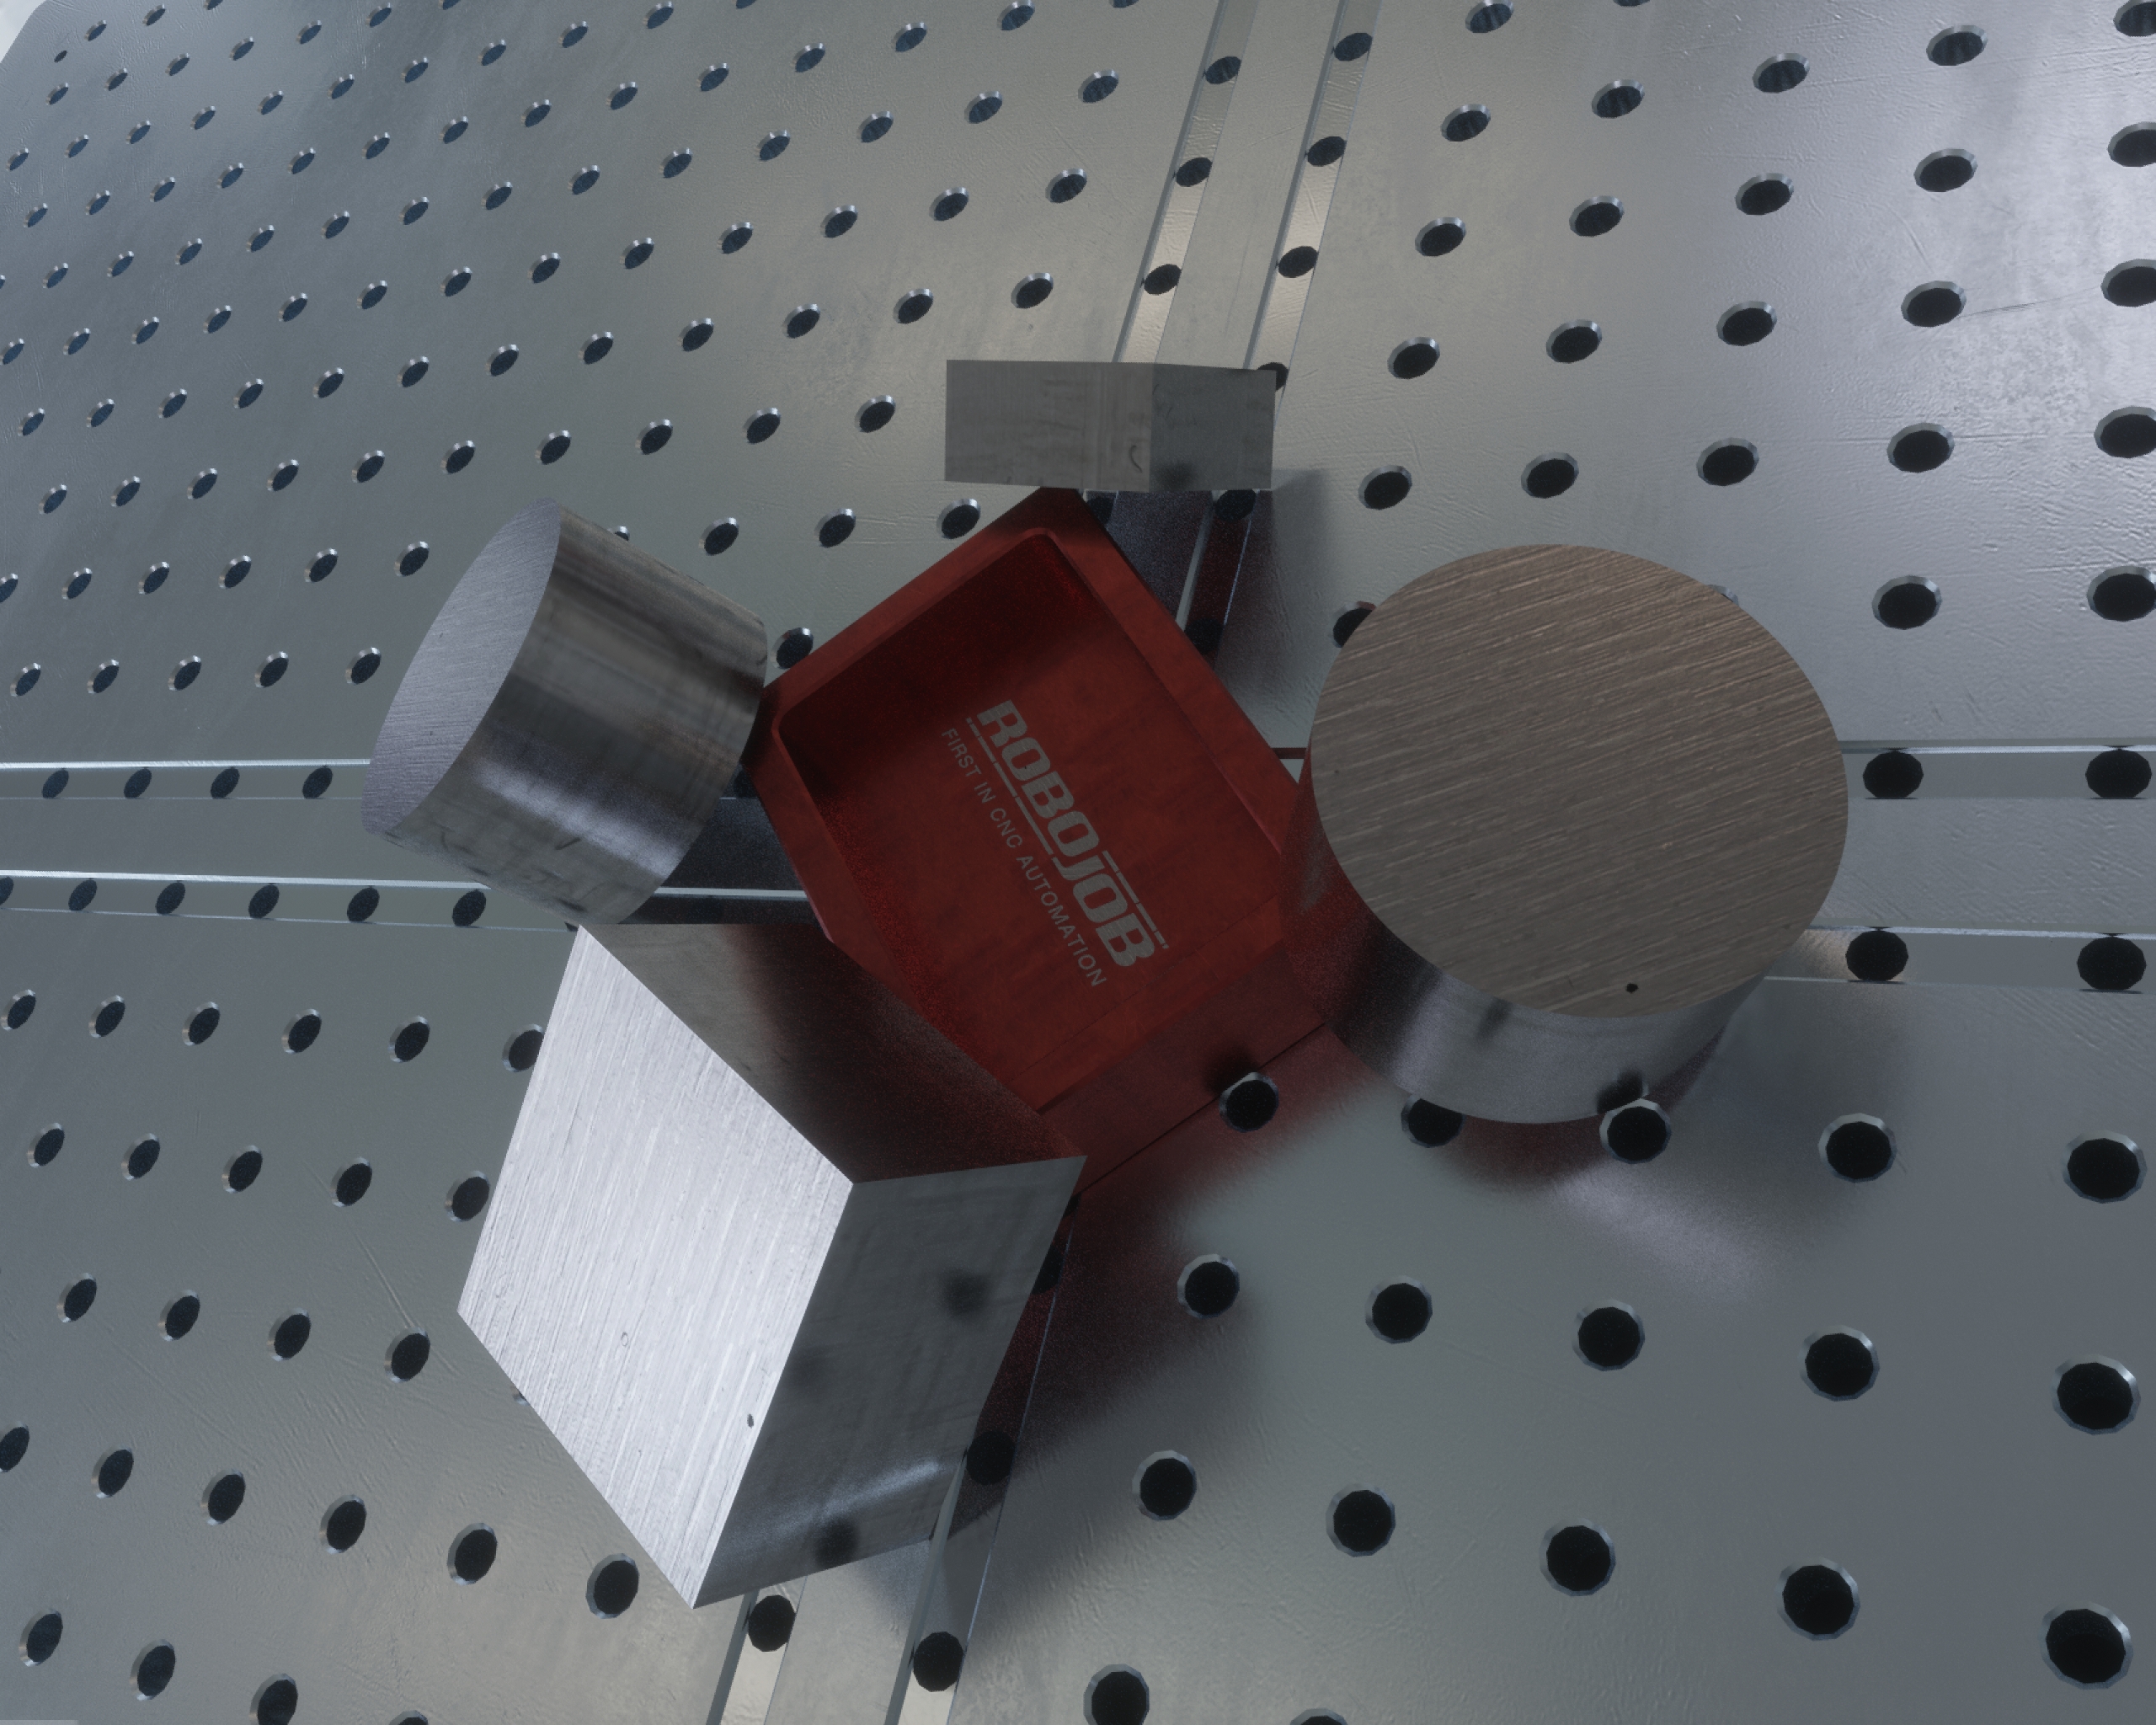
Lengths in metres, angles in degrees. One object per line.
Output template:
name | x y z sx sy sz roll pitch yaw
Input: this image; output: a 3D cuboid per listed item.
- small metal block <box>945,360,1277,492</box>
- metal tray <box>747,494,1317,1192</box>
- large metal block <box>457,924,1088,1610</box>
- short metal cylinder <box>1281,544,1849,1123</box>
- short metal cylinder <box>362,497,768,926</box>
small metal block | 0.007 -0.093 0.442 0.050 0.050 0.025 10 104 32
metal tray | -0.007 -0.007 0.412 0.090 0.030 0.130 -35 51 4
large metal block | -0.055 0.065 0.359 0.080 0.050 0.079 35 112 38
short metal cylinder | 0.075 -0.004 0.335 0.081 0.050 0.080 1 65 -1
short metal cylinder | -0.111 -0.031 0.451 0.080 0.050 0.080 -36 38 35
